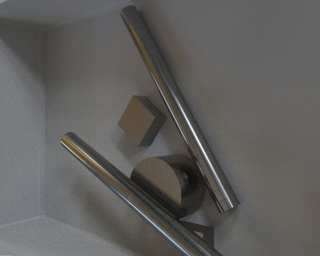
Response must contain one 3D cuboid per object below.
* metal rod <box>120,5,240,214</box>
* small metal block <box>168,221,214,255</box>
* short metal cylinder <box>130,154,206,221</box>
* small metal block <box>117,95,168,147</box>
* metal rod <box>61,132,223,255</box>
[{"bbox_3d":[0.016,-0.038,0.391,0.025,0.025,0.299,-39,67,33],"label":"metal rod"},{"bbox_3d":[0.037,0.144,0.375,0.050,0.025,0.050,-1,89,39],"label":"small metal block"},{"bbox_3d":[0.008,0.074,0.382,0.080,0.050,0.079,0,90,39],"label":"short metal cylinder"},{"bbox_3d":[-0.025,-0.010,0.425,0.050,0.025,0.050,45,117,30],"label":"small metal block"},{"bbox_3d":[-0.027,0.082,0.362,0.300,0.025,0.025,32,110,35],"label":"metal rod"}]
